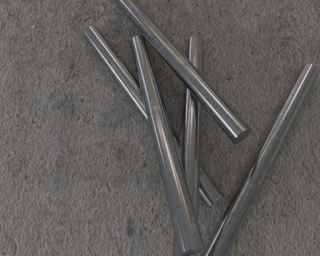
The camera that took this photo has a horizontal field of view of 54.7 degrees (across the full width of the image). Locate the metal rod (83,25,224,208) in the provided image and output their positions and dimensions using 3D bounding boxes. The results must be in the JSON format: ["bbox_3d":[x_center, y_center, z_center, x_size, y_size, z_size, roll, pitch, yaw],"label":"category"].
[{"bbox_3d":[-0.018,-0.026,0.417,0.025,0.025,0.299,-33,73,-11],"label":"metal rod"}]

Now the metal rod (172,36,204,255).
[{"bbox_3d":[0.038,0.005,0.383,0.025,0.025,0.299,5,62,2],"label":"metal rod"}]

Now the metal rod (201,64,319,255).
[{"bbox_3d":[0.134,0.037,0.395,0.025,0.025,0.300,30,73,10],"label":"metal rod"}]

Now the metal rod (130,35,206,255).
[{"bbox_3d":[-0.001,-0.005,0.372,0.025,0.025,0.299,-12,56,-4],"label":"metal rod"}]

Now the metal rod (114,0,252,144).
[{"bbox_3d":[0.015,-0.099,0.414,0.025,0.025,0.300,-30,62,-10],"label":"metal rod"}]
